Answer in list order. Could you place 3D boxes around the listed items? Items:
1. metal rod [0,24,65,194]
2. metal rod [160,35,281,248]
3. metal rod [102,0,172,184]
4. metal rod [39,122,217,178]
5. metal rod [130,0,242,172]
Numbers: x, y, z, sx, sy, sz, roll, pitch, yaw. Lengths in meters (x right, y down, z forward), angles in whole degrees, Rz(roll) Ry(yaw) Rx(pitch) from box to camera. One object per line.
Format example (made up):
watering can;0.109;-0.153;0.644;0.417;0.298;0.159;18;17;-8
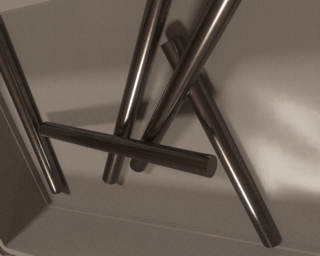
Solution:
metal rod;-0.215;-0.016;0.509;0.025;0.025;0.298;3;120;26
metal rod;0.082;0.029;0.382;0.025;0.025;0.299;-18;109;35
metal rod;-0.039;-0.030;0.408;0.025;0.025;0.298;28;128;10
metal rod;-0.065;0.022;0.420;0.300;0.025;0.025;9;123;35
metal rod;0.015;-0.034;0.349;0.025;0.025;0.298;34;138;5
